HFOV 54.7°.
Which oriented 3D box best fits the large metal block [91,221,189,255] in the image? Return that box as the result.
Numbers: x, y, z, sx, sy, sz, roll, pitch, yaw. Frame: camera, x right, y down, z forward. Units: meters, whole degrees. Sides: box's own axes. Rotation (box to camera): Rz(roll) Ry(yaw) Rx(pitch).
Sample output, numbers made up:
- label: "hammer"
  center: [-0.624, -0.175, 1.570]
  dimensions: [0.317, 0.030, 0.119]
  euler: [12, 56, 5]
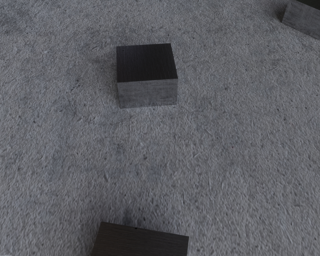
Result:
- label: "large metal block"
  center: [-0.021, 0.137, 0.272]
  dimensions: [0.080, 0.050, 0.080]
  euler: [8, 50, 6]

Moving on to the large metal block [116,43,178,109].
- label: "large metal block"
  center: [-0.020, -0.077, 0.451]
  dimensions: [0.081, 0.050, 0.080]
  euler: [-4, 50, -4]

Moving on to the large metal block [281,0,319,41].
- label: "large metal block"
  center: [0.288, -0.214, 0.568]
  dimensions: [0.080, 0.050, 0.080]
  euler: [-35, 59, -26]
